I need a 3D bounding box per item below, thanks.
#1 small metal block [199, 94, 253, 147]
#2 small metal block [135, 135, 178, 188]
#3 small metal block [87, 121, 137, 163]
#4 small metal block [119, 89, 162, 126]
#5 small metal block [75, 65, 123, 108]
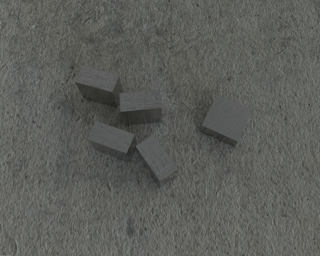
[{"bbox_3d":[0.087,-0.010,0.412,0.050,0.025,0.050,25,72,9],"label":"small metal block"},{"bbox_3d":[-0.004,0.042,0.379,0.025,0.050,0.050,-33,74,-11],"label":"small metal block"},{"bbox_3d":[-0.058,0.019,0.387,0.050,0.050,0.025,19,71,7],"label":"small metal block"},{"bbox_3d":[-0.024,-0.025,0.404,0.050,0.050,0.025,-6,70,-2],"label":"small metal block"},{"bbox_3d":[-0.079,-0.054,0.414,0.050,0.050,0.025,16,71,5],"label":"small metal block"}]
